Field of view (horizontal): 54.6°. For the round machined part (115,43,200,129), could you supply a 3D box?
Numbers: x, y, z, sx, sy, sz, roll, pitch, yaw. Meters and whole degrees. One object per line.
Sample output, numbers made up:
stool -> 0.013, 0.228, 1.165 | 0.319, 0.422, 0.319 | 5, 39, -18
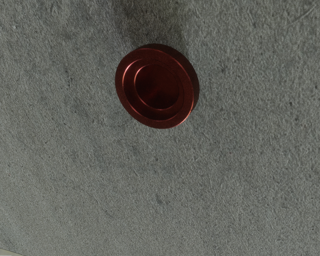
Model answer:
round machined part -> 0.000, -0.051, 0.365 | 0.098, 0.042, 0.097 | 13, 124, 21
